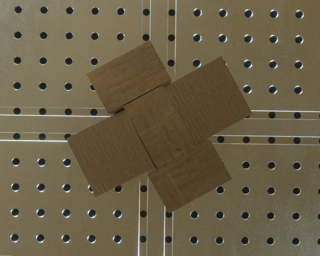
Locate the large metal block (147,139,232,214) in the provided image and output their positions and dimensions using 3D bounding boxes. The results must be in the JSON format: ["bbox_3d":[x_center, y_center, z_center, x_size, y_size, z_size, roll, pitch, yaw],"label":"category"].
[{"bbox_3d":[0.033,0.055,0.386,0.080,0.080,0.050,-29,90,-1],"label":"large metal block"}]

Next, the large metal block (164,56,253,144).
[{"bbox_3d":[0.058,-0.034,0.400,0.080,0.050,0.080,-29,92,0],"label":"large metal block"}]

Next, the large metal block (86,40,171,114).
[{"bbox_3d":[-0.034,-0.057,0.385,0.080,0.080,0.050,-28,90,0],"label":"large metal block"}]

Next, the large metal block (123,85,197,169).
[{"bbox_3d":[0.000,-0.002,0.386,0.050,0.080,0.080,-29,90,0],"label":"large metal block"}]

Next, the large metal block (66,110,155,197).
[{"bbox_3d":[-0.060,0.031,0.401,0.080,0.050,0.080,-27,90,0],"label":"large metal block"}]
